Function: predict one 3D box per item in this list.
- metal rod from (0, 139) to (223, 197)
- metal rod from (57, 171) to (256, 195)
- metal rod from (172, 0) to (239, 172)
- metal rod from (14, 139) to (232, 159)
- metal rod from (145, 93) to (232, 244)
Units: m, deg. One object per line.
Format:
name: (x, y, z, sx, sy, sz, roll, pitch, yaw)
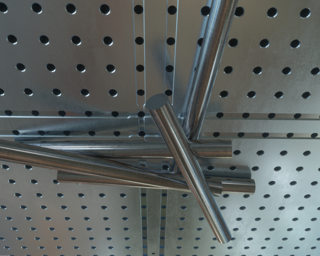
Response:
metal rod: (-0.052, 0.058, 0.414, 0.302, 0.025, 0.025, 13, 129, -19)
metal rod: (-0.003, 0.082, 0.481, 0.302, 0.025, 0.025, 5, 130, -5)
metal rod: (0.050, -0.046, 0.372, 0.025, 0.025, 0.298, 6, 130, -5)
metal rod: (-0.059, 0.029, 0.414, 0.302, 0.025, 0.025, -1, 131, 8)
metal rod: (0.051, 0.075, 0.410, 0.025, 0.025, 0.299, -17, 131, 13)
